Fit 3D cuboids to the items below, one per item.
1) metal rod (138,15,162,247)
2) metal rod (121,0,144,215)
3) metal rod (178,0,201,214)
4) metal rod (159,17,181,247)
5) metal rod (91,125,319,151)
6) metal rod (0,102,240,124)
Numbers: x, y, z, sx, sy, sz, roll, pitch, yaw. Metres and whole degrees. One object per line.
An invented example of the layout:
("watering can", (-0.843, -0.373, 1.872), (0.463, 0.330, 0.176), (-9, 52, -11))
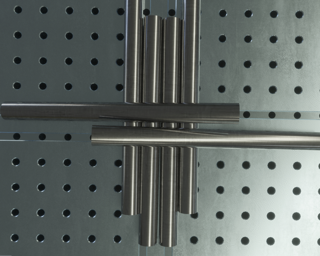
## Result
("metal rod", (-0.013, 0.004, 0.412), (0.025, 0.025, 0.298), (1, 90, 0))
("metal rod", (-0.037, -0.037, 0.412), (0.025, 0.025, 0.298), (1, 90, 0))
("metal rod", (0.039, -0.038, 0.413), (0.025, 0.025, 0.298), (1, 90, 0))
("metal rod", (0.014, 0.005, 0.414), (0.025, 0.025, 0.298), (1, 90, 0))
("metal rod", (0.068, 0.013, 0.393), (0.302, 0.025, 0.025), (2, 90, -9))
("metal rod", (-0.056, -0.020, 0.390), (0.301, 0.025, 0.025), (1, 90, 9))
